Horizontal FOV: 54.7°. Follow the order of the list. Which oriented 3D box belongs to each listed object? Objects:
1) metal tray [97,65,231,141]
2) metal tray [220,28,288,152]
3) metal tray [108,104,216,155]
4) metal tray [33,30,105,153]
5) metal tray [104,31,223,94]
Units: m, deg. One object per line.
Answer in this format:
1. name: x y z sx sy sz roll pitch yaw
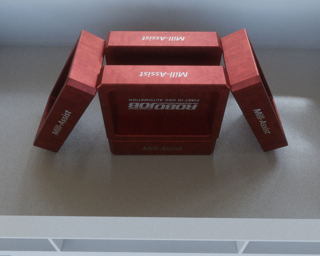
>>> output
1. metal tray: 0.004 -0.025 0.342 0.131 0.089 0.030 0 50 -1
2. metal tray: 0.114 -0.042 0.372 0.030 0.130 0.090 -20 47 23
3. metal tray: 0.003 -0.009 0.408 0.131 0.030 0.090 0 50 -1
4. metal tray: -0.109 -0.040 0.370 0.030 0.129 0.090 22 46 -24
5. metal tray: 0.004 -0.072 0.381 0.131 0.089 0.030 0 50 0
